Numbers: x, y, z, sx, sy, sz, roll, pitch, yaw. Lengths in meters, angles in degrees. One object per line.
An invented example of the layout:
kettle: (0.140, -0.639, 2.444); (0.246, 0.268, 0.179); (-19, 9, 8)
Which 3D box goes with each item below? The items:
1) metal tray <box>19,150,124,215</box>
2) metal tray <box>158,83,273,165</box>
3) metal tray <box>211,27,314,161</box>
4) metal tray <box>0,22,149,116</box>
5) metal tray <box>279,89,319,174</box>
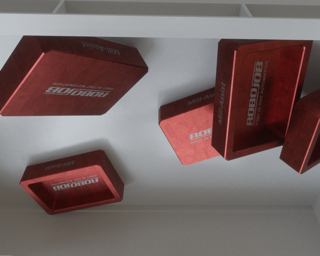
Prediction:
metal tray: (-0.132, 0.087, 0.477); (0.131, 0.030, 0.090); (-13, 129, 10)
metal tray: (0.074, -0.006, 0.402); (0.130, 0.030, 0.090); (-19, 128, 15)
metal tray: (0.105, -0.034, 0.331); (0.091, 0.030, 0.129); (-13, 123, -18)
metal tray: (-0.084, -0.049, 0.311); (0.090, 0.030, 0.131); (-39, 160, 30)
metal tray: (0.203, -0.011, 0.357); (0.131, 0.030, 0.089); (-24, 134, -22)
